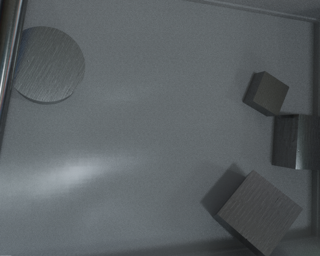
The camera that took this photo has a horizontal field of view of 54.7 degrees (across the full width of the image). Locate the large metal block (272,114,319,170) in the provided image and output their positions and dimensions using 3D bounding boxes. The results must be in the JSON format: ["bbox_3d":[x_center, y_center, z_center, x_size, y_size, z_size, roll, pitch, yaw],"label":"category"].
[{"bbox_3d":[0.227,0.022,0.483,0.081,0.050,0.080,5,89,-20],"label":"large metal block"}]

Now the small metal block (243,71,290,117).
[{"bbox_3d":[0.162,-0.051,0.472,0.050,0.025,0.050,27,81,-18],"label":"small metal block"}]

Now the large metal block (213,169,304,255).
[{"bbox_3d":[0.133,0.119,0.430,0.080,0.050,0.080,40,75,15],"label":"large metal block"}]

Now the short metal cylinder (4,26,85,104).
[{"bbox_3d":[-0.129,-0.068,0.350,0.081,0.050,0.079,0,90,-21],"label":"short metal cylinder"}]

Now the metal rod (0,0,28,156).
[{"bbox_3d":[-0.144,-0.080,0.288,0.025,0.025,0.298,13,113,-20],"label":"metal rod"}]
